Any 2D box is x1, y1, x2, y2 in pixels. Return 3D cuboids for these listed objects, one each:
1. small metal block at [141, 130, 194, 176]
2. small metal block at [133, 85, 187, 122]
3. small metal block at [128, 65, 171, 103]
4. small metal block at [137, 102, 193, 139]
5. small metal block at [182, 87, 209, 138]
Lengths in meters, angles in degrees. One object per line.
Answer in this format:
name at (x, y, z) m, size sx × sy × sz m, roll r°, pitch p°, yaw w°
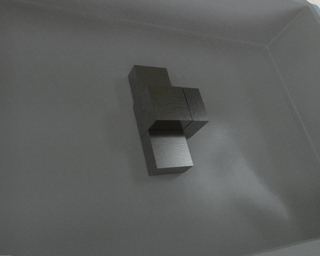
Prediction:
small metal block at (0.008, 0.030, 0.389) m, size 0.050 × 0.025 × 0.050 m, roll 0°, pitch 62°, yaw -28°
small metal block at (-0.001, -0.031, 0.405) m, size 0.050 × 0.050 × 0.025 m, roll 0°, pitch 62°, yaw -28°
small metal block at (-0.013, -0.058, 0.432) m, size 0.050 × 0.025 × 0.050 m, roll 0°, pitch 62°, yaw -28°
small metal block at (0.005, -0.009, 0.395) m, size 0.050 × 0.050 × 0.025 m, roll 0°, pitch 62°, yaw -28°
small metal block at (0.036, -0.019, 0.418) m, size 0.025 × 0.050 × 0.050 m, roll 0°, pitch 62°, yaw -28°
